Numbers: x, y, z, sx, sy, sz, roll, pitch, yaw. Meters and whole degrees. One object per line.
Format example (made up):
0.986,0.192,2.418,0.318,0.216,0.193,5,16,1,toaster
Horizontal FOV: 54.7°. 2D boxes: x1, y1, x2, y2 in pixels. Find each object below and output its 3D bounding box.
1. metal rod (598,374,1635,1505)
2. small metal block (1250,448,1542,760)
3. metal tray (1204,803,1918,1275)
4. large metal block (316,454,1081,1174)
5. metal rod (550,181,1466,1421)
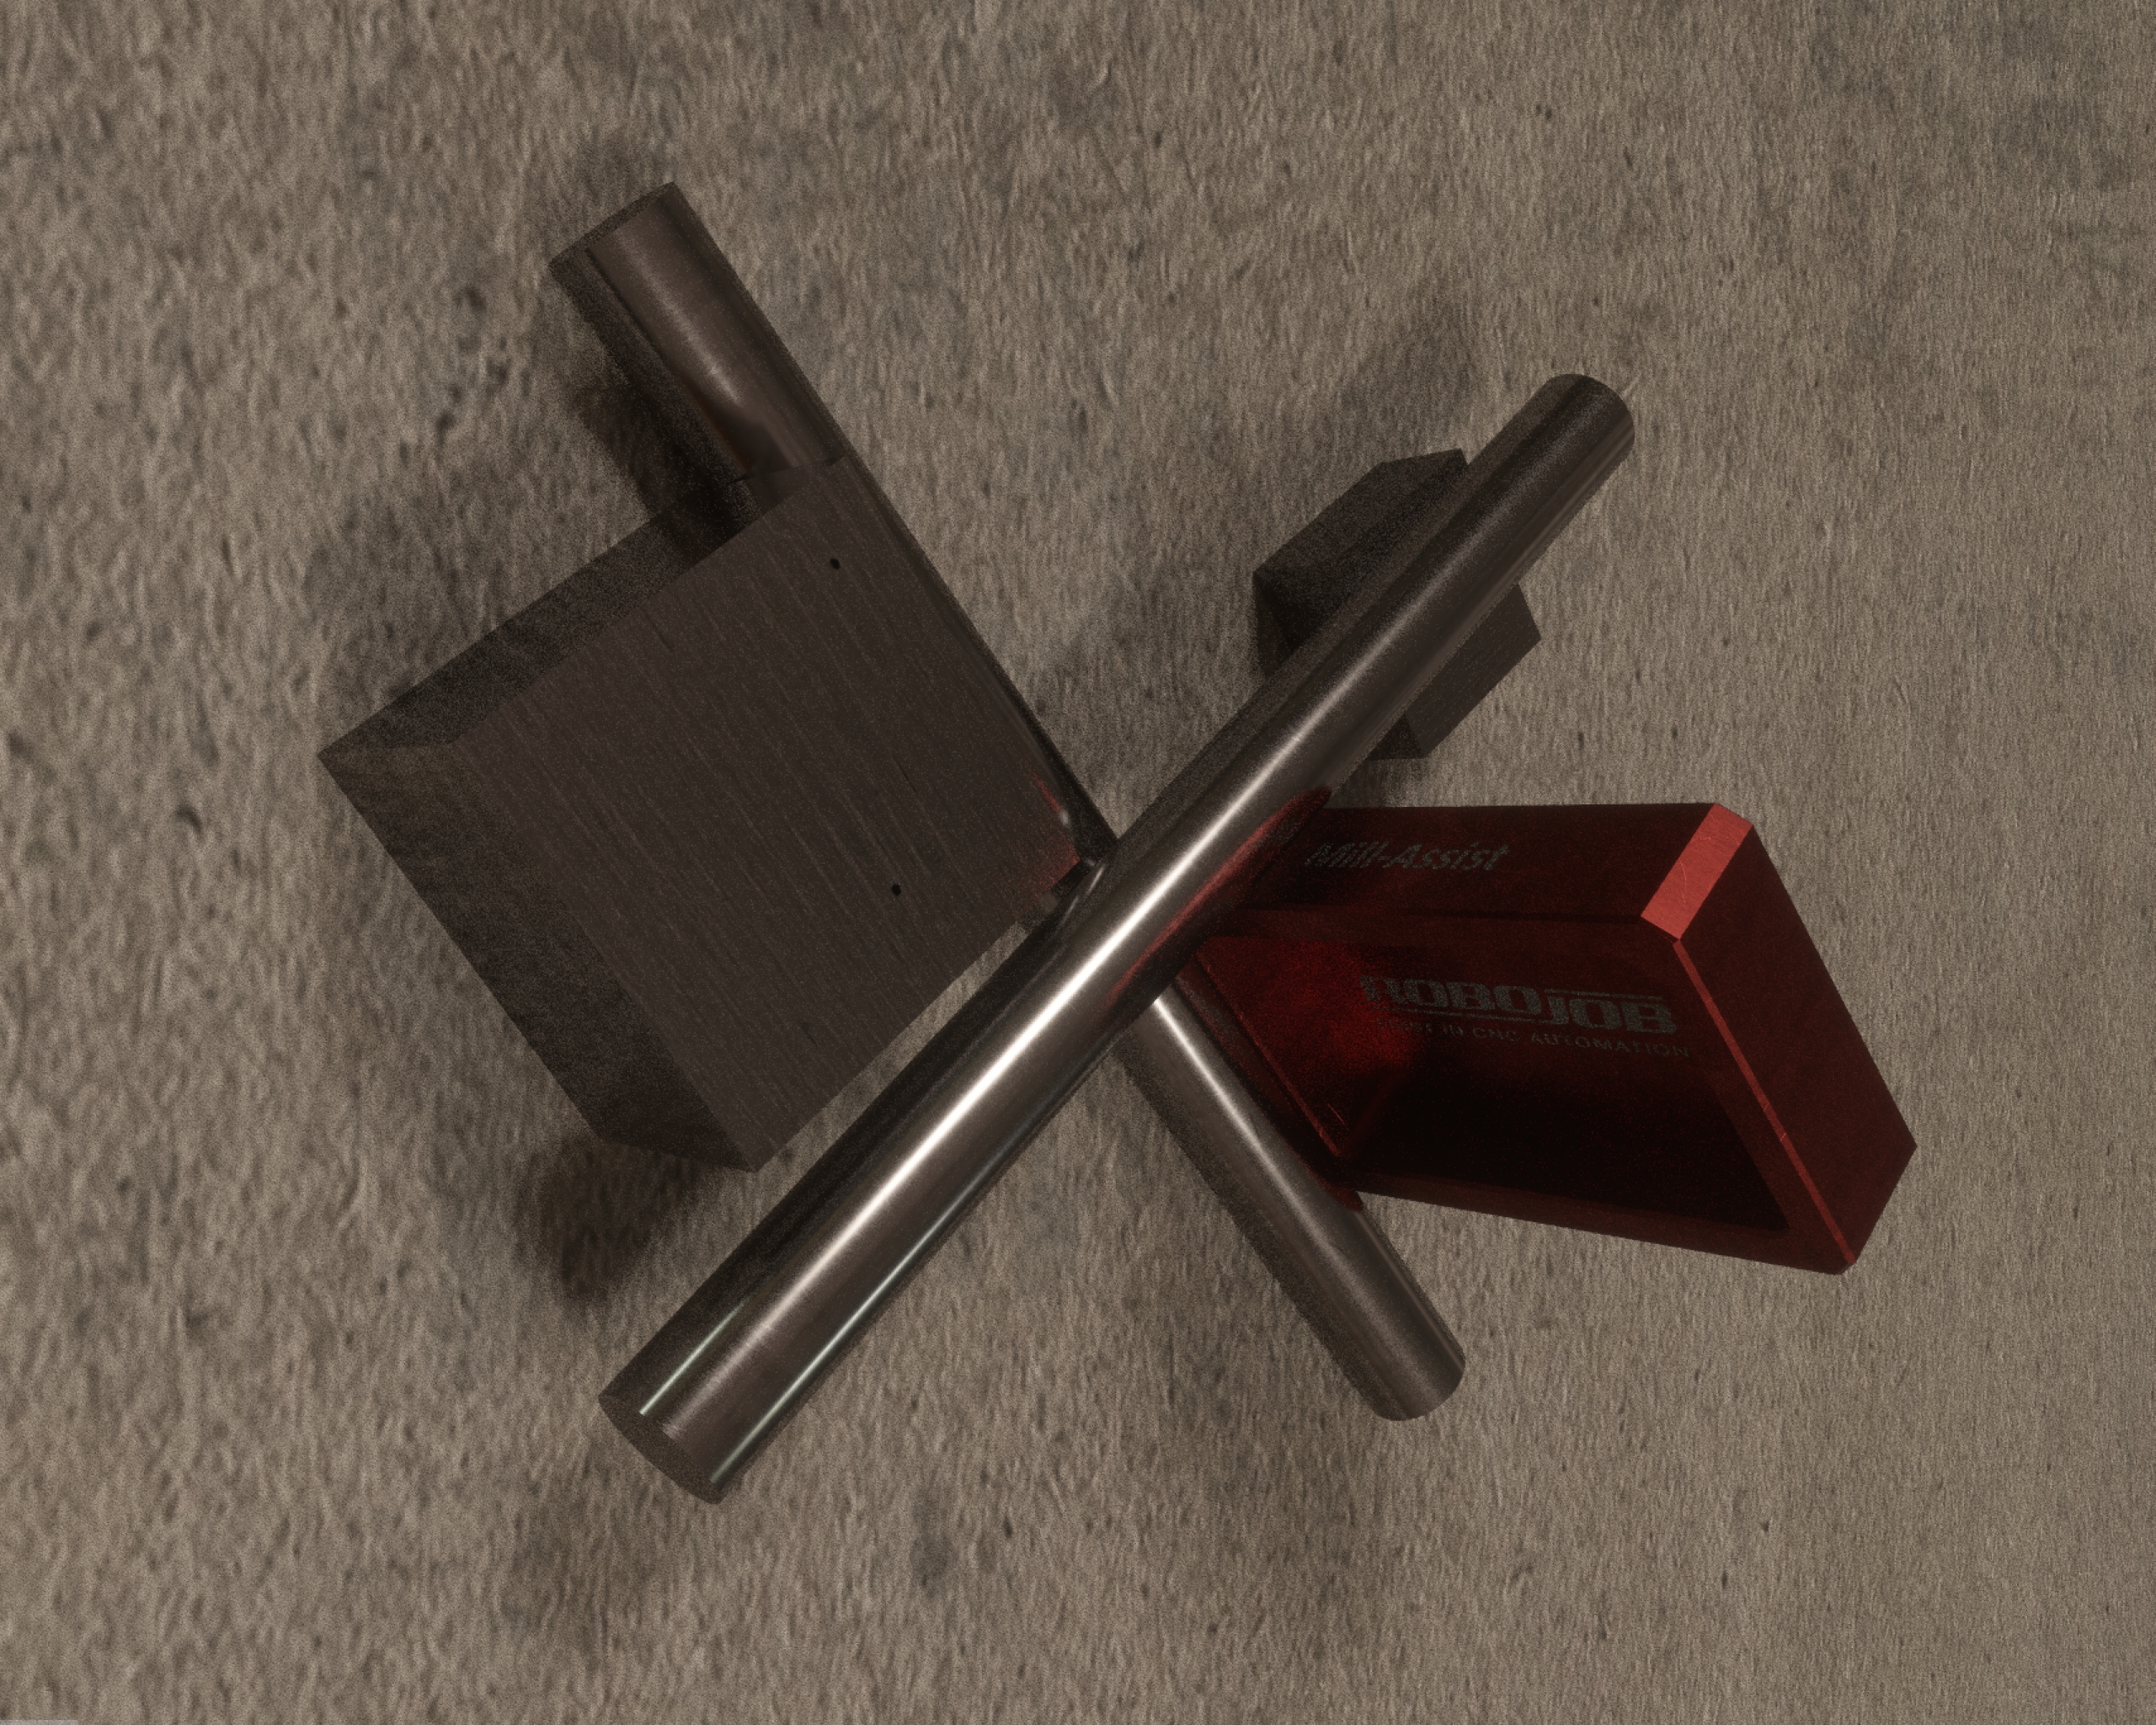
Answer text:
0.025,-0.005,0.396,0.301,0.025,0.025,-47,118,-30,metal rod
0.073,-0.058,0.469,0.050,0.025,0.050,-43,116,-32,small metal block
0.084,0.032,0.410,0.030,0.130,0.090,-50,120,-28,metal tray
-0.059,-0.009,0.341,0.080,0.050,0.080,-44,117,-31,large metal block
0.000,0.006,0.408,0.025,0.025,0.299,-50,120,-29,metal rod
